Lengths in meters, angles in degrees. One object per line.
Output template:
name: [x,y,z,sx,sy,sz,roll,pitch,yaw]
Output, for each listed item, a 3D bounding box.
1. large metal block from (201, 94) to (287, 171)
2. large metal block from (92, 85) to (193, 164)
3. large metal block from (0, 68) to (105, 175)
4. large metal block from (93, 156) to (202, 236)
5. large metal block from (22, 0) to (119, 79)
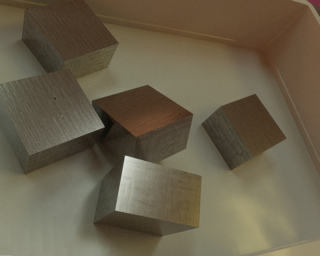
large metal block: [0.122,0.004,0.452,0.081,0.050,0.080,-20,72,-35]
large metal block: [-0.022,-0.003,0.358,0.081,0.050,0.080,-22,45,-36]
large metal block: [-0.119,-0.009,0.331,0.081,0.050,0.080,-24,75,-36]
large metal block: [-0.014,0.074,0.315,0.081,0.080,0.050,17,60,-18]
large metal block: [-0.115,-0.111,0.395,0.081,0.050,0.080,-32,80,-38]
